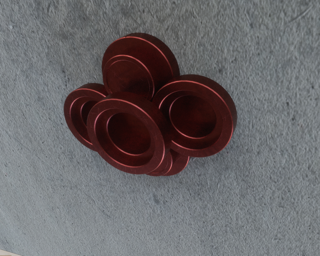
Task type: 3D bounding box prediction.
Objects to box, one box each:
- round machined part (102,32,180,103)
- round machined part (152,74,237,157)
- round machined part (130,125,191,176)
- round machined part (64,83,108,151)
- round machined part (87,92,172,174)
[{"bbox_3d":[-0.029,-0.061,0.373,0.098,0.042,0.097,13,124,20],"label":"round machined part"},{"bbox_3d":[0.042,-0.017,0.364,0.098,0.042,0.097,13,124,20],"label":"round machined part"},{"bbox_3d":[-0.007,0.026,0.415,0.098,0.042,0.097,13,124,20],"label":"round machined part"},{"bbox_3d":[-0.079,-0.017,0.427,0.098,0.042,0.097,13,124,20],"label":"round machined part"},{"bbox_3d":[-0.031,0.002,0.359,0.098,0.042,0.097,13,124,20],"label":"round machined part"}]
